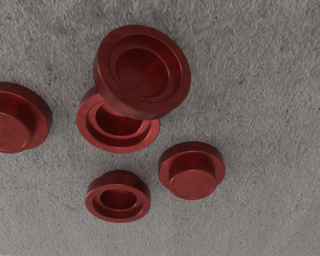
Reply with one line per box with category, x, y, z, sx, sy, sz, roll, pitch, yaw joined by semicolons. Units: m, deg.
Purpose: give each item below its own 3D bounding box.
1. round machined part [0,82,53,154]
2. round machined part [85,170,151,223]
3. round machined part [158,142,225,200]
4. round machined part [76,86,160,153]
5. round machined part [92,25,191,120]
round machined part;-0.191;-0.006;0.389;0.099;0.042;0.097;0;130;0
round machined part;-0.063;0.103;0.483;0.099;0.042;0.097;0;130;0
round machined part;0.047;0.069;0.455;0.099;0.042;0.097;0;130;0
round machined part;-0.049;-0.017;0.380;0.099;0.042;0.097;0;131;0
round machined part;-0.021;-0.053;0.321;0.099;0.098;0.042;20;154;-17
